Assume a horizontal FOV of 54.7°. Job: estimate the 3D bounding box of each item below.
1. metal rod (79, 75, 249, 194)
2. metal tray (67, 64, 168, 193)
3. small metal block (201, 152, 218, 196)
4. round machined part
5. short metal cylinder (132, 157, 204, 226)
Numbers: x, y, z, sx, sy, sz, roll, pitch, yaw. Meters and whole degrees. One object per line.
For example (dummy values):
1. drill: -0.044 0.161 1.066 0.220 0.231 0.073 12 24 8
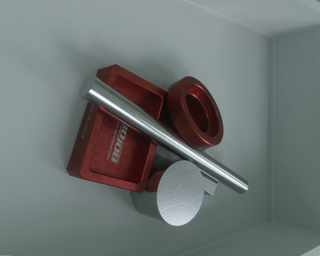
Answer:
1. metal rod: 0.028 0.025 0.393 0.301 0.025 0.025 34 69 -38
2. metal tray: -0.044 0.003 0.364 0.090 0.030 0.130 24 75 -38
3. small metal block: 0.064 0.066 0.460 0.050 0.025 0.050 39 66 -34
4. round machined part: 0.040 -0.016 0.413 0.098 0.042 0.098 32 45 -39
5. short metal cylinder: 0.011 0.079 0.399 0.081 0.050 0.079 0 90 -40
